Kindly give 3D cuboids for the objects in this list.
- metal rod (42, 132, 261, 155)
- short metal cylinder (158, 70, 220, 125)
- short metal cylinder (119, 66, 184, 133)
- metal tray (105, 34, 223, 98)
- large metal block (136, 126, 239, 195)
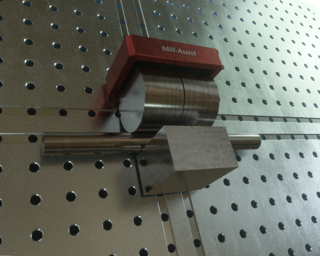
[{"bbox_3d":[0.010,0.018,0.397,0.303,0.025,0.025,1,62,-28],"label":"metal rod"},{"bbox_3d":[0.033,-0.034,0.408,0.050,0.080,0.080,2,61,-28],"label":"short metal cylinder"},{"bbox_3d":[-0.013,-0.034,0.383,0.050,0.080,0.080,1,62,-28],"label":"short metal cylinder"},{"bbox_3d":[0.005,-0.072,0.408,0.131,0.090,0.030,1,62,-28],"label":"metal tray"},{"bbox_3d":[0.028,0.038,0.359,0.081,0.080,0.050,1,62,-28],"label":"large metal block"}]
